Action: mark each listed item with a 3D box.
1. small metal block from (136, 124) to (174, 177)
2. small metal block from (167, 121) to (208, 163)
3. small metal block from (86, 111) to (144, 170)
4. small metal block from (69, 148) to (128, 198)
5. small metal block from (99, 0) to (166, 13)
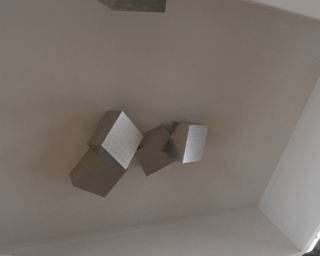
[{"bbox_3d":[-0.008,0.031,0.423,0.050,0.025,0.050,-27,128,-11],"label":"small metal block"},{"bbox_3d":[0.038,0.018,0.420,0.050,0.025,0.050,0,101,-54],"label":"small metal block"},{"bbox_3d":[-0.052,0.014,0.373,0.050,0.025,0.050,53,52,-39],"label":"small metal block"},{"bbox_3d":[-0.079,0.056,0.400,0.050,0.025,0.050,33,100,-38],"label":"small metal block"},{"bbox_3d":[-0.027,-0.129,0.297,0.050,0.050,0.025,-8,122,-25],"label":"small metal block"}]
